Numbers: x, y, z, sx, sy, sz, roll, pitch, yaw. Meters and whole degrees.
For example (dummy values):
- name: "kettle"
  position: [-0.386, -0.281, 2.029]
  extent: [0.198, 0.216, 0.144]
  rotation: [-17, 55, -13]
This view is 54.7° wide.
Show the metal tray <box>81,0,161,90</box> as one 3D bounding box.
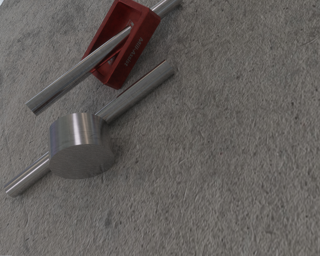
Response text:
- name: "metal tray"
  position: [-0.066, -0.137, 0.493]
  extent: [0.090, 0.030, 0.129]
  rotation: [41, 103, 39]

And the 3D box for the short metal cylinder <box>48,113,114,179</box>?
- name: "short metal cylinder"
  position: [-0.104, 0.025, 0.408]
  extent: [0.080, 0.080, 0.050]
  rotation: [-26, 53, 12]

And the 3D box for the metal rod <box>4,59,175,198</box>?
- name: "metal rod"
  position: [-0.104, 0.002, 0.457]
  extent: [0.300, 0.025, 0.025]
  rotation: [-38, 51, 2]

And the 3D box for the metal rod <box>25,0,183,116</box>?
- name: "metal rod"
  position: [-0.079, -0.124, 0.487]
  extent: [0.301, 0.025, 0.025]
  rotation: [-42, 50, -14]
